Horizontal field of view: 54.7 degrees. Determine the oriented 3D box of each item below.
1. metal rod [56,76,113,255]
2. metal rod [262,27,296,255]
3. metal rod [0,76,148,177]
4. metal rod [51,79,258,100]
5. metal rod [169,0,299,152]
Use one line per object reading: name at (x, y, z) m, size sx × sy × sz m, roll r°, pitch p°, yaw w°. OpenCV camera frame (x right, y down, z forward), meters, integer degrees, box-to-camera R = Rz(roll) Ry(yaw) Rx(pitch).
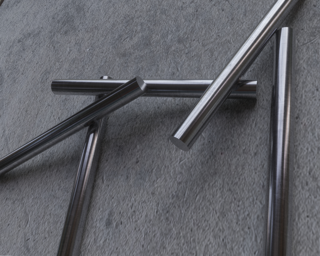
metal rod at (-0.099, 0.055, 0.422) m, size 0.025 × 0.025 × 0.299 m, roll -8°, pitch 58°, yaw 24°
metal rod at (0.128, 0.013, 0.328) m, size 0.025 × 0.025 × 0.300 m, roll -1°, pitch 61°, yaw 27°
metal rod at (-0.148, 0.008, 0.452) m, size 0.300 × 0.025 × 0.025 m, roll -27°, pitch 52°, yaw 20°
metal rod at (-0.022, -0.055, 0.428) m, size 0.301 × 0.025 × 0.025 m, roll 4°, pitch 63°, yaw 22°
metal rod at (0.108, -0.094, 0.376) m, size 0.025 × 0.025 × 0.301 m, roll 24°, pitch 65°, yaw 36°
